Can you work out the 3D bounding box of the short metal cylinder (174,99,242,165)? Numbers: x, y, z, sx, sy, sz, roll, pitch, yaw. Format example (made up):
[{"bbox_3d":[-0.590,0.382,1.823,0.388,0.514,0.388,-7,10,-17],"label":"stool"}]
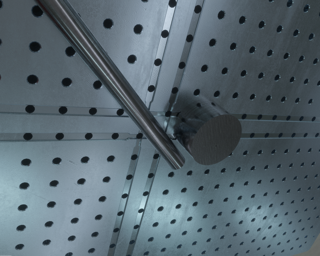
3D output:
[{"bbox_3d":[0.067,0.005,0.437,0.081,0.050,0.079,-14,125,-21],"label":"short metal cylinder"}]

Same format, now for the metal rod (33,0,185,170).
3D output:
[{"bbox_3d":[-0.043,-0.041,0.363,0.025,0.025,0.300,-39,130,-2],"label":"metal rod"}]
